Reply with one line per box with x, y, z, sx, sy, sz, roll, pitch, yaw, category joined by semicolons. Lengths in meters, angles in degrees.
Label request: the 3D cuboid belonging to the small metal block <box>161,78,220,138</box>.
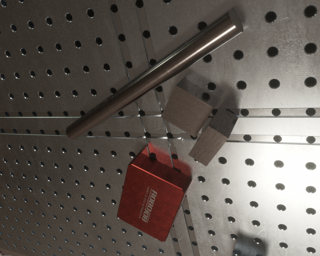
0.036;-0.024;0.376;0.050;0.025;0.050;32;128;7;small metal block

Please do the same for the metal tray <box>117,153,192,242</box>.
-0.013;0.111;0.482;0.090;0.030;0.129;25;127;12;metal tray

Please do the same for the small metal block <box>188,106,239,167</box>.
0.064;0.009;0.367;0.025;0.050;0.050;34;129;6;small metal block

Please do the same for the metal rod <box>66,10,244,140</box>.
-0.030;-0.049;0.395;0.299;0.025;0.025;-28;103;37;metal rod
